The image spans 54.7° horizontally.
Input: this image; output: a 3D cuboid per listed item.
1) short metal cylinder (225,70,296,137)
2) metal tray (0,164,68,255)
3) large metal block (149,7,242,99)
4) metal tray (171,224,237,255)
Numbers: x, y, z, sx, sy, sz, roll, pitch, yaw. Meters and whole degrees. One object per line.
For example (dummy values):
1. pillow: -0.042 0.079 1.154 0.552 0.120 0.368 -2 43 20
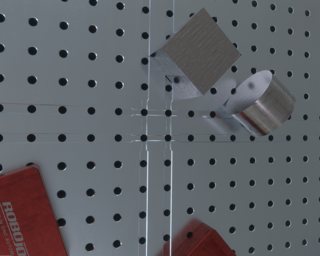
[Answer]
1. short metal cylinder: 0.140 -0.034 0.435 0.050 0.080 0.080 40 77 -16
2. metal tray: -0.164 0.116 0.350 0.091 0.030 0.129 -18 96 -19
3. large metal block: 0.047 -0.097 0.416 0.080 0.050 0.080 47 76 -14
4. metal tray: 0.075 0.214 0.437 0.090 0.030 0.130 -42 103 -15
